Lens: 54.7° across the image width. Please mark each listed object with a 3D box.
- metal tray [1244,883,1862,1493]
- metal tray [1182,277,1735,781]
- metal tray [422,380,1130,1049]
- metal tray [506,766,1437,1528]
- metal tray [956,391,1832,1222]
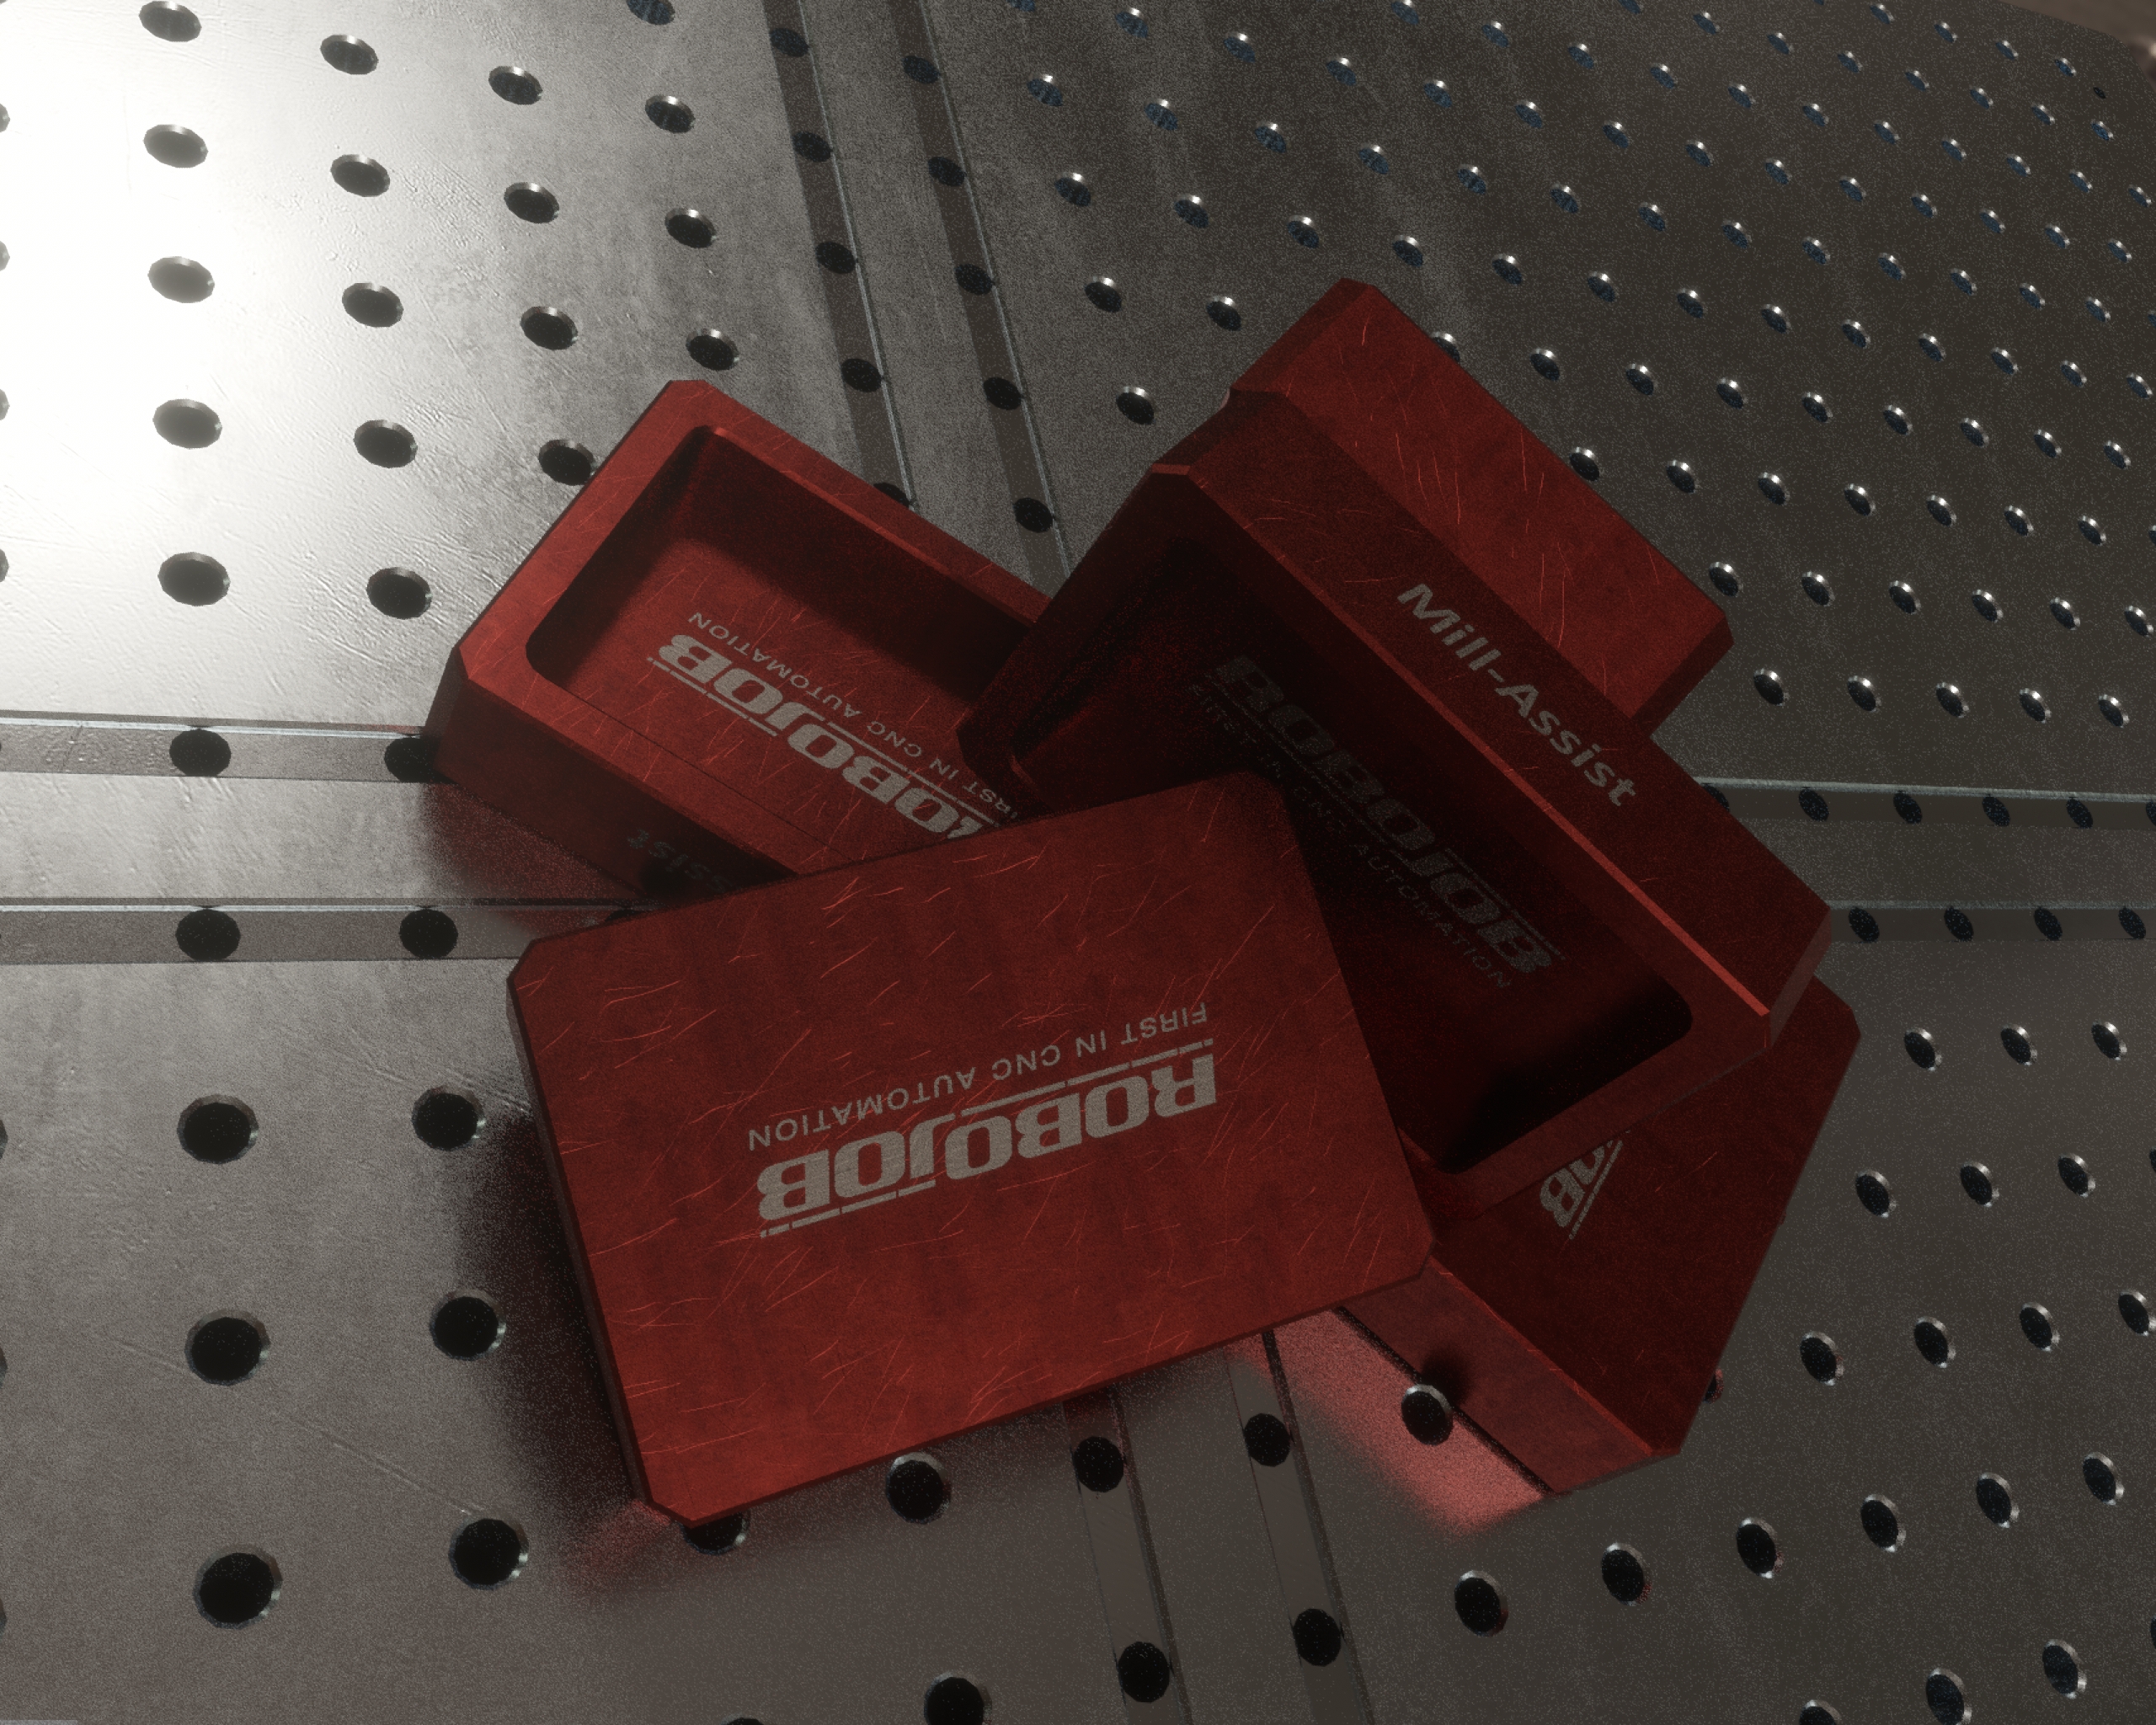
[{"bbox_3d":[0.101,0.050,0.429,0.090,0.030,0.131,42,51,0],"label":"metal tray"},{"bbox_3d":[0.061,-0.049,0.406,0.090,0.130,0.030,43,79,1],"label":"metal tray"},{"bbox_3d":[-0.043,-0.025,0.398,0.130,0.030,0.090,31,51,-8],"label":"metal tray"},{"bbox_3d":[-0.017,0.043,0.340,0.131,0.030,0.090,-14,79,-19],"label":"metal tray"},{"bbox_3d":[0.049,-0.006,0.359,0.130,0.090,0.030,44,51,1],"label":"metal tray"}]
